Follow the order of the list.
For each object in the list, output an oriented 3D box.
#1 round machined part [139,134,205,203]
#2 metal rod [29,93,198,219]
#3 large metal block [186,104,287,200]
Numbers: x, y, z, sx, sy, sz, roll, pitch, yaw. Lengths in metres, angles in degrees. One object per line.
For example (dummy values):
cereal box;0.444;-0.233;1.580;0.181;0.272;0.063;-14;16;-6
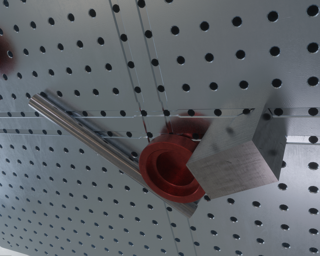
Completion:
round machined part;0.024;0.050;0.418;0.098;0.042;0.097;13;124;21
metal rod;-0.074;0.040;0.475;0.301;0.025;0.025;34;129;5
large metal block;0.087;0.026;0.346;0.080;0.080;0.050;-27;104;37
